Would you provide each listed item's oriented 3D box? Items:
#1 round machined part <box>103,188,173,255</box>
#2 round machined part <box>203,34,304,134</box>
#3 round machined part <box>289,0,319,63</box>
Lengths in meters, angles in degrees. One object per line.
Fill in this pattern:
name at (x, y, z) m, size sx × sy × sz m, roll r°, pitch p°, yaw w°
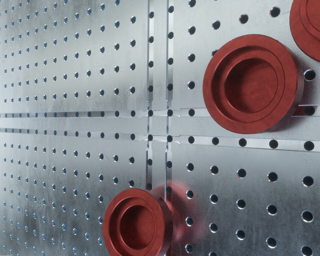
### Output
round machined part at (-0.025, 0.131, 0.410) m, size 0.098 × 0.042 × 0.098 m, roll -9°, pitch 72°, yaw 31°
round machined part at (0.097, -0.043, 0.319) m, size 0.098 × 0.042 × 0.097 m, roll 0°, pitch 90°, yaw 40°
round machined part at (0.161, -0.103, 0.265) m, size 0.098 × 0.042 × 0.097 m, roll 0°, pitch 90°, yaw 40°
